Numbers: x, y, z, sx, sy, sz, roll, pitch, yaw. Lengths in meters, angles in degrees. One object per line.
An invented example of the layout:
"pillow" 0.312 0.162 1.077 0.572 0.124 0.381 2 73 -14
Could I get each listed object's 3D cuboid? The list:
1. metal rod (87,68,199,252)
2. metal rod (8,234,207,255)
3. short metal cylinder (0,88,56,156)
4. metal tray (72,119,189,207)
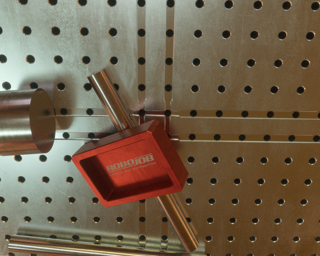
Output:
"metal rod" -0.015 0.057 0.434 0.025 0.025 0.299 -24 109 8
"metal rod" -0.077 0.195 0.484 0.302 0.025 0.025 7 110 -3
"short metal cylinder" -0.167 -0.007 0.379 0.050 0.080 0.079 -4 110 1
"metal tray" -0.040 0.050 0.404 0.130 0.030 0.090 -19 110 28
